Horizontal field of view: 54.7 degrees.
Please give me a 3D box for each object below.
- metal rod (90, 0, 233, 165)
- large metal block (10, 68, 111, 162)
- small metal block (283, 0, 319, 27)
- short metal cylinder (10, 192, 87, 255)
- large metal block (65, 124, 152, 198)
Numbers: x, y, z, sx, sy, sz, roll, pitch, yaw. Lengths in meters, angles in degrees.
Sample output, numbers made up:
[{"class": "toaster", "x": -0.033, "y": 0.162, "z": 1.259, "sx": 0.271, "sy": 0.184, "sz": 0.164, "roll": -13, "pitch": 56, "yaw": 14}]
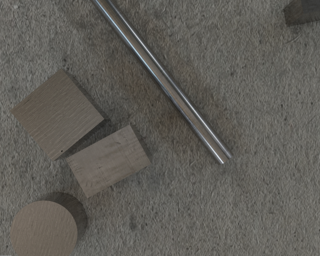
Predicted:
[{"class": "metal rod", "x": -0.005, "y": -0.077, "z": 0.409, "sx": 0.025, "sy": 0.025, "sz": 0.300, "roll": -38, "pitch": 90, "yaw": 0}, {"class": "large metal block", "x": -0.124, "y": -0.016, "z": 0.396, "sx": 0.080, "sy": 0.050, "sz": 0.080, "roll": -40, "pitch": 90, "yaw": 0}, {"class": "small metal block", "x": 0.196, "y": -0.155, "z": 0.399, "sx": 0.050, "sy": 0.050, "sz": 0.025, "roll": -12, "pitch": 90, "yaw": 0}, {"class": "short metal cylinder", "x": -0.139, "y": 0.127, "z": 0.396, "sx": 0.081, "sy": 0.050, "sz": 0.080, "roll": 0, "pitch": 90, "yaw": 0}, {"class": "large metal block", "x": -0.057, "y": 0.037, "z": 0.382, "sx": 0.080, "sy": 0.080, "sz": 0.050, "roll": -28, "pitch": 90, "yaw": 0}]
